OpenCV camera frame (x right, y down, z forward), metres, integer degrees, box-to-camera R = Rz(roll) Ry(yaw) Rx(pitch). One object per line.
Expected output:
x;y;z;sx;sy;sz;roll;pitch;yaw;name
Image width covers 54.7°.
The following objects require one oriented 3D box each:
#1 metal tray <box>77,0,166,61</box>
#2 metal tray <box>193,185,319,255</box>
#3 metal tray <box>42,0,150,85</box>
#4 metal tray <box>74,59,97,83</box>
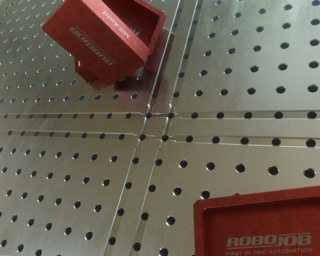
-0.064;-0.169;0.482;0.030;0.131;0.090;-30;38;61;metal tray
0.099;0.107;0.286;0.130;0.030;0.090;-12;57;21;metal tray
-0.091;-0.127;0.447;0.090;0.130;0.030;-21;39;41;metal tray
-0.107;-0.151;0.551;0.090;0.030;0.130;-23;53;13;metal tray
